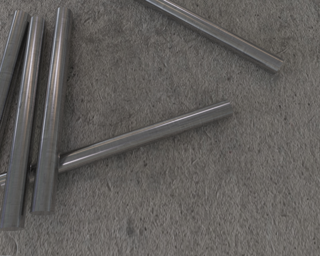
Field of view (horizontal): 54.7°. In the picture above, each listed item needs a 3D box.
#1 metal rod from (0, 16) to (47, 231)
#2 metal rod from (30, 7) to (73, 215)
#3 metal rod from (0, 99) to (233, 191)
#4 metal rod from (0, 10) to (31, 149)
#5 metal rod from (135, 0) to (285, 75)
[{"bbox_3d":[-0.171,-0.025,0.398,0.025,0.025,0.299,-4,63,-2],"label":"metal rod"},{"bbox_3d":[-0.137,-0.041,0.404,0.025,0.025,0.299,-3,64,-1],"label":"metal rod"},{"bbox_3d":[-0.049,0.020,0.400,0.302,0.025,0.025,-18,71,-7],"label":"metal rod"},{"bbox_3d":[-0.216,-0.029,0.417,0.025,0.025,0.299,3,70,1],"label":"metal rod"},{"bbox_3d":[0.044,-0.164,0.468,0.301,0.025,0.025,32,73,11],"label":"metal rod"}]
